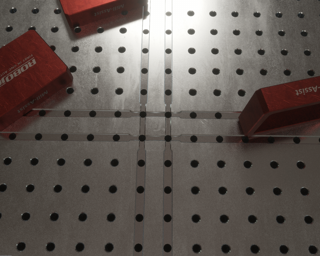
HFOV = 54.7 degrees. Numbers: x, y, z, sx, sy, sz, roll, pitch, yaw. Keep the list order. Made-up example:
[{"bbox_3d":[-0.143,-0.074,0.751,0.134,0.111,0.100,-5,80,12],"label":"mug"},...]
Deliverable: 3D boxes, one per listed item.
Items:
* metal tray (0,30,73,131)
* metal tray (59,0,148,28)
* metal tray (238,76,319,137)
[{"bbox_3d":[-0.202,-0.068,0.431,0.130,0.030,0.090,-39,75,-13],"label":"metal tray"},{"bbox_3d":[-0.094,-0.220,0.488,0.131,0.030,0.090,-21,72,-8],"label":"metal tray"},{"bbox_3d":[0.175,-0.029,0.389,0.131,0.090,0.030,-12,71,-5],"label":"metal tray"}]
